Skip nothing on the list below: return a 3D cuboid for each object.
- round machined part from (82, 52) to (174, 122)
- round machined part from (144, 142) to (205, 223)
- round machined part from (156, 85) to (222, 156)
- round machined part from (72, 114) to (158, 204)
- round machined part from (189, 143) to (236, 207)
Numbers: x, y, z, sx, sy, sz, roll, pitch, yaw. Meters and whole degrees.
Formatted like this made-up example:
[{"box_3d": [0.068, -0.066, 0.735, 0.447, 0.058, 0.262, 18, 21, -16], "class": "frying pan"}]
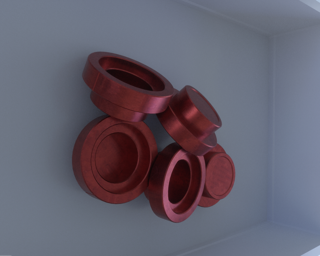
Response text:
[{"box_3d": [-0.037, -0.042, 0.340, 0.099, 0.098, 0.042, 3, 124, -40], "class": "round machined part"}, {"box_3d": [0.016, 0.066, 0.393, 0.099, 0.042, 0.097, -13, 107, -52], "class": "round machined part"}, {"box_3d": [0.041, -0.016, 0.394, 0.098, 0.042, 0.098, 39, 25, -22], "class": "round machined part"}, {"box_3d": [-0.053, 0.033, 0.349, 0.099, 0.042, 0.097, 0, 90, -40], "class": "round machined part"}, {"box_3d": [0.074, 0.068, 0.458, 0.099, 0.042, 0.097, 0, 90, -40], "class": "round machined part"}]
